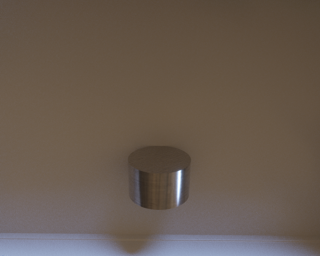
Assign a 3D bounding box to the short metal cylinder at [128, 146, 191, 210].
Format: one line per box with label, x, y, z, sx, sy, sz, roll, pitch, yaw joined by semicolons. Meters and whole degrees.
short metal cylinder;-0.001;0.062;0.405;0.080;0.080;0.050;1;110;0
